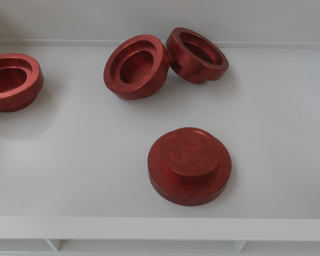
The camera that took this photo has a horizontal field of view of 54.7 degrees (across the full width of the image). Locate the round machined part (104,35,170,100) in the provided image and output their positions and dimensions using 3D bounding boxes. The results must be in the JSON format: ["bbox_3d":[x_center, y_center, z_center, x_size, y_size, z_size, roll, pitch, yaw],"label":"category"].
[{"bbox_3d":[-0.029,-0.082,0.445,0.098,0.042,0.098,-14,58,24],"label":"round machined part"}]

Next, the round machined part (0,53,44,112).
[{"bbox_3d":[-0.216,-0.060,0.442,0.099,0.042,0.098,0,50,0],"label":"round machined part"}]

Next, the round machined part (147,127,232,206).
[{"bbox_3d":[0.035,0.038,0.363,0.099,0.042,0.098,0,50,0],"label":"round machined part"}]

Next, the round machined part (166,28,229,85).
[{"bbox_3d":[0.051,-0.103,0.464,0.099,0.042,0.098,23,37,-19],"label":"round machined part"}]
